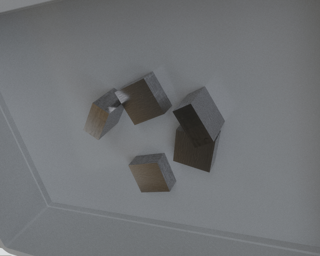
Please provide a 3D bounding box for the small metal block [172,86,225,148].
[{"bbox_3d":[0.047,-0.013,0.359,0.025,0.050,0.050,-23,106,36],"label":"small metal block"}]

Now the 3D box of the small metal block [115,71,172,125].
[{"bbox_3d":[-0.021,-0.037,0.395,0.050,0.025,0.050,-20,108,35],"label":"small metal block"}]

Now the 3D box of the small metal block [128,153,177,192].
[{"bbox_3d":[-0.011,0.066,0.454,0.050,0.025,0.050,-9,114,32],"label":"small metal block"}]

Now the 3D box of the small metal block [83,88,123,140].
[{"bbox_3d":[-0.072,-0.019,0.417,0.025,0.050,0.050,34,129,5],"label":"small metal block"}]

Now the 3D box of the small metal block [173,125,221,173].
[{"bbox_3d":[0.047,0.023,0.398,0.050,0.025,0.050,16,125,18],"label":"small metal block"}]
